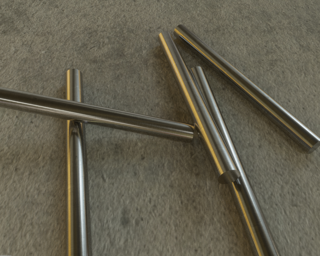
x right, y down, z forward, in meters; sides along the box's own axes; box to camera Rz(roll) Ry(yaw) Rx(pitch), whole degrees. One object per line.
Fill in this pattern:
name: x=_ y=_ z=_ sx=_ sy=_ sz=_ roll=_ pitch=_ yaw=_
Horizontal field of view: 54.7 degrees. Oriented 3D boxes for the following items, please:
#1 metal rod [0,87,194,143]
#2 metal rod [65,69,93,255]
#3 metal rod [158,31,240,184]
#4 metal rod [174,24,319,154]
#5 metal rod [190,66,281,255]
metal rod: x=-0.107 y=-0.021 z=0.385 sx=0.302 sy=0.025 sz=0.025 roll=11 pitch=50 yaw=-5
metal rod: x=-0.101 y=0.033 z=0.374 sx=0.025 sy=0.025 sz=0.300 roll=-8 pitch=51 yaw=-7
metal rod: x=0.041 y=-0.052 z=0.431 sx=0.025 sy=0.025 sz=0.300 roll=-9 pitch=46 yaw=-8
metal rod: x=0.114 y=-0.074 z=0.466 sx=0.025 sy=0.025 sz=0.300 roll=-26 pitch=55 yaw=-20
metal rod: x=0.081 y=0.028 z=0.380 sx=0.025 sy=0.025 sz=0.300 roll=-8 pitch=50 yaw=-7
